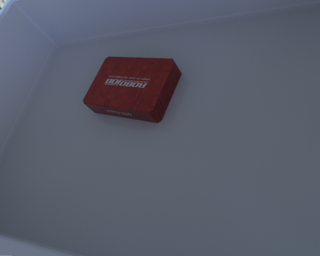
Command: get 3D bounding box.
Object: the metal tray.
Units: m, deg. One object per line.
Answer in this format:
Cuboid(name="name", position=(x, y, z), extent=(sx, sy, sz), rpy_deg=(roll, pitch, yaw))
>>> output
Cuboid(name="metal tray", position=(-0.043, -0.061, 0.464), extent=(0.130, 0.030, 0.090), rpy_deg=(10, 67, 32))
